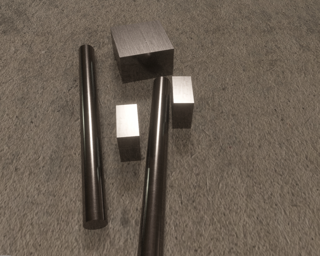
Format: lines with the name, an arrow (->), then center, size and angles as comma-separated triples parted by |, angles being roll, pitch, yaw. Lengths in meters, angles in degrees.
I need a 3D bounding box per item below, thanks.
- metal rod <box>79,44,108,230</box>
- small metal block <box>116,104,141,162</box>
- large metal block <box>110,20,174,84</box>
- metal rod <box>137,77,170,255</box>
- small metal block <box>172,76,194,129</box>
metal rod -> -0.093, -0.013, 0.413 | 0.025, 0.025, 0.300 | -8, 51, -7
small metal block -> -0.038, 0.007, 0.381 | 0.025, 0.050, 0.050 | -5, 50, -4
large metal block -> -0.029, -0.122, 0.489 | 0.081, 0.050, 0.080 | -12, 51, -10
metal rod -> -0.005, 0.048, 0.362 | 0.025, 0.025, 0.300 | 2, 50, 1
small metal block -> 0.029, -0.034, 0.416 | 0.025, 0.050, 0.050 | -1, 50, -1
